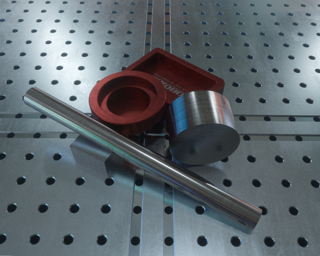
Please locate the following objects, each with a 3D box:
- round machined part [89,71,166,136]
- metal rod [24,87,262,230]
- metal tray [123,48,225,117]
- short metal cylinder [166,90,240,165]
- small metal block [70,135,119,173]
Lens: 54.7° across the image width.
[{"bbox_3d":[-0.041,-0.028,0.409,0.099,0.042,0.098,-1,50,1],"label":"round machined part"},{"bbox_3d":[-0.028,0.029,0.356,0.301,0.025,0.025,28,55,10],"label":"metal rod"},{"bbox_3d":[0.017,-0.063,0.457,0.130,0.030,0.090,32,56,24],"label":"metal tray"},{"bbox_3d":[0.049,0.001,0.370,0.081,0.080,0.050,-3,50,-3],"label":"short metal cylinder"},{"bbox_3d":[-0.075,0.022,0.389,0.050,0.025,0.050,22,53,17],"label":"small metal block"}]
